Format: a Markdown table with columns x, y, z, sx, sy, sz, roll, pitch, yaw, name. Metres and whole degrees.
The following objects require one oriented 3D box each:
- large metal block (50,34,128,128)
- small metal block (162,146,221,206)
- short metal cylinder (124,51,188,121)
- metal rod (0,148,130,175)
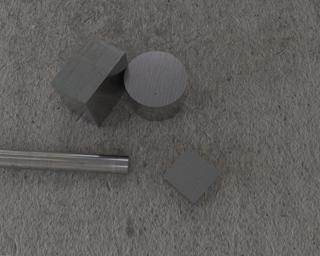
| x | y | z | sx | sy | sz | roll | pitch | yaw | name |
| --- | --- | --- | --- | --- | --- | --- | --- | --- | --- |
| -0.083 | -0.058 | 0.399 | 0.050 | 0.080 | 0.080 | 30 | 73 | 10 | large metal block |
| 0.039 | 0.060 | 0.387 | 0.050 | 0.025 | 0.050 | 40 | 75 | 13 | small metal block |
| -0.005 | -0.055 | 0.415 | 0.081 | 0.050 | 0.080 | 0 | 70 | 0 | short metal cylinder |
| -0.190 | 0.039 | 0.392 | 0.302 | 0.025 | 0.025 | 3 | 70 | 1 | metal rod |
